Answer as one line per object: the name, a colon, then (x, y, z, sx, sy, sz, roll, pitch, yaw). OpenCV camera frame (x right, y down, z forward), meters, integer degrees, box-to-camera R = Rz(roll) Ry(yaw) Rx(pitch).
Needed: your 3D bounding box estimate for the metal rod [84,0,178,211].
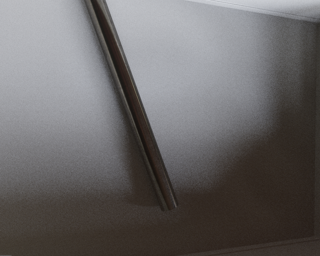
metal rod: (-0.037, -0.034, 0.396, 0.025, 0.025, 0.299, -22, 97, -19)
